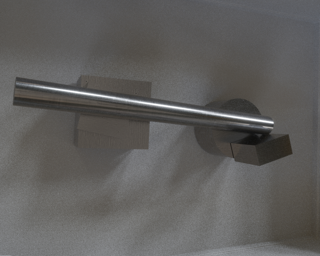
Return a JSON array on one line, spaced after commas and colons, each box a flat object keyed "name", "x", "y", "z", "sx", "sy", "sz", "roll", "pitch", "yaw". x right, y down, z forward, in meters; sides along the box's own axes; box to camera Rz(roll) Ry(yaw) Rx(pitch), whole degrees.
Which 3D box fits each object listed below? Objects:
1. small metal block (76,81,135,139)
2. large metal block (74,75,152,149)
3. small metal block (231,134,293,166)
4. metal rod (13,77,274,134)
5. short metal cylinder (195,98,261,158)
[{"name": "small metal block", "x": -0.060, "y": -0.018, "z": 0.334, "sx": 0.050, "sy": 0.025, "sz": 0.050, "roll": 14, "pitch": 85, "yaw": -20}, {"name": "large metal block", "x": -0.058, "y": -0.017, "z": 0.373, "sx": 0.081, "sy": 0.050, "sz": 0.079, "roll": 3, "pitch": 89, "yaw": -20}, {"name": "small metal block", "x": 0.127, "y": 0.026, "z": 0.390, "sx": 0.050, "sy": 0.050, "sz": 0.025, "roll": -15, "pitch": 96, "yaw": -20}, {"name": "metal rod", "x": 0.007, "y": -0.018, "z": 0.338, "sx": 0.302, "sy": 0.025, "sz": 0.025, "roll": 6, "pitch": 88, "yaw": -28}, {"name": "short metal cylinder", "x": 0.096, "y": 0.001, "z": 0.432, "sx": 0.081, "sy": 0.050, "sz": 0.079, "roll": 0, "pitch": 90, "yaw": -21}]
